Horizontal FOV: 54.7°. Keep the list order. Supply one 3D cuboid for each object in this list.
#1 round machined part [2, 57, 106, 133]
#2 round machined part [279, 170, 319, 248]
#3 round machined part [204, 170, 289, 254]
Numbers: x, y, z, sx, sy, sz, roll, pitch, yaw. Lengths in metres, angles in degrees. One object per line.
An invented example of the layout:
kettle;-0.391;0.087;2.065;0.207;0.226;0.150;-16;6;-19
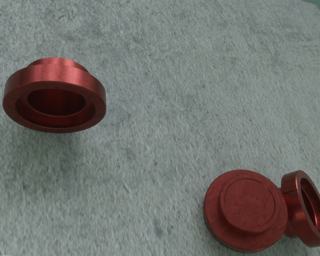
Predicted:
round machined part;-0.107;-0.036;0.322;0.099;0.097;0.042;7;59;-25
round machined part;0.186;0.109;0.415;0.098;0.042;0.098;31;45;-37
round machined part;0.102;0.094;0.368;0.099;0.042;0.098;-1;59;1
